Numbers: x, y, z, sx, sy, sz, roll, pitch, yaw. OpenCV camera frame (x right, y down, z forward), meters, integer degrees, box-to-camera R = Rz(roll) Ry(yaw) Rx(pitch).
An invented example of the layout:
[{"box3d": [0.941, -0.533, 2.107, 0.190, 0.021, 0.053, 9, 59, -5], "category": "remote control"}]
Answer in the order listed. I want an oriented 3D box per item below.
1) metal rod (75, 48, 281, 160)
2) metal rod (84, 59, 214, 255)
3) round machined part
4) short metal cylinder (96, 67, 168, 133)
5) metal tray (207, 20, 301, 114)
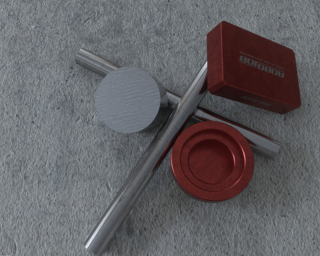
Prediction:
[{"box3d": [0.018, -0.037, 0.424, 0.301, 0.025, 0.025, 27, 72, 9], "category": "metal rod"}, {"box3d": [0.004, 0.018, 0.384, 0.025, 0.025, 0.300, 32, 79, 11], "category": "metal rod"}, {"box3d": [0.062, 0.044, 0.385, 0.099, 0.042, 0.098, 0, 70, 0], "category": "round machined part"}, {"box3d": [-0.034, -0.034, 0.394, 0.080, 0.050, 0.080, 0, 90, 11], "category": "short metal cylinder"}, {"box3d": [0.124, -0.076, 0.405, 0.131, 0.030, 0.090, 12, 68, -26], "category": "metal tray"}]
